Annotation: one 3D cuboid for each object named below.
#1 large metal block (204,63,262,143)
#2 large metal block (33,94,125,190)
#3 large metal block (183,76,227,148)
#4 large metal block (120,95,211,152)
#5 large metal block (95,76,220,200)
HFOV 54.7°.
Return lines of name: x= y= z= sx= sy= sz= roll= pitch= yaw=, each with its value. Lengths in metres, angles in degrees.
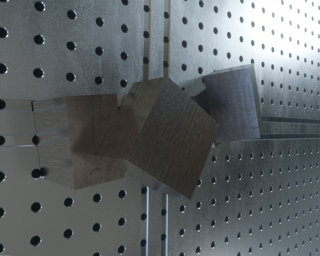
large metal block: x=0.094 y=-0.034 z=0.385 sx=0.080 sy=0.050 sz=0.079 roll=-37 pitch=117 yaw=-66
large metal block: x=-0.082 y=0.010 z=0.305 sx=0.050 sy=0.080 sz=0.079 roll=-8 pitch=96 yaw=-40
large metal block: x=0.072 y=-0.027 z=0.455 sx=0.080 sy=0.050 sz=0.080 roll=-37 pitch=113 yaw=-34
large metal block: x=0.004 y=-0.005 z=0.378 sx=0.080 sy=0.080 sz=0.050 roll=24 pitch=75 yaw=-38
large metal block: x=0.001 y=0.011 z=0.290 sx=0.080 sy=0.050 sz=0.080 roll=38 pitch=67 yaw=-33
